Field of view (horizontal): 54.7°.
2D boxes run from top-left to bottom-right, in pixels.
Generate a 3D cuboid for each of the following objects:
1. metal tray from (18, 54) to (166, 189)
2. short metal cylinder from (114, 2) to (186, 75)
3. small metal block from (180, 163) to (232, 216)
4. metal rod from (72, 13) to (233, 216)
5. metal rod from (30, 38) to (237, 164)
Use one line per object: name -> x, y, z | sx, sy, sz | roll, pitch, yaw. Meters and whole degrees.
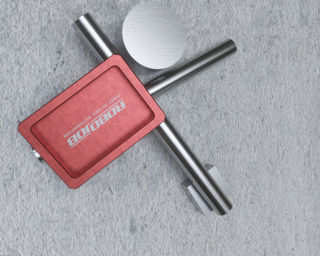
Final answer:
metal tray -> -0.071, -0.008, 0.341 | 0.130, 0.030, 0.090 | -38, 102, -4
short metal cylinder -> -0.014, -0.110, 0.392 | 0.081, 0.050, 0.079 | 0, 90, -21
small metal block -> 0.065, 0.086, 0.435 | 0.050, 0.025, 0.050 | -35, 102, -17
metal rod -> -0.001, -0.007, 0.385 | 0.025, 0.025, 0.300 | -41, 103, -16
metal rod -> -0.020, -0.044, 0.404 | 0.302, 0.025, 0.025 | -31, 101, -18
